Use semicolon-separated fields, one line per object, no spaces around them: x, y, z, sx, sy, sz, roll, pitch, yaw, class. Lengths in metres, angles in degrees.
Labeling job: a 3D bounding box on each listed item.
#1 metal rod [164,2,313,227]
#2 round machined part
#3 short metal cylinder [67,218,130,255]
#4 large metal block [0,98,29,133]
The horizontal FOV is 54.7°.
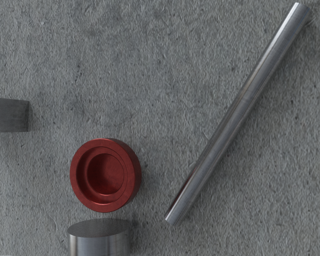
0.089;-0.008;0.377;0.025;0.025;0.299;33;100;17;metal rod
-0.070;0.062;0.425;0.098;0.042;0.097;0;90;20;round machined part
-0.080;0.155;0.408;0.080;0.080;0.050;-1;90;20;short metal cylinder
-0.262;-0.020;0.472;0.080;0.080;0.050;2;91;20;large metal block
